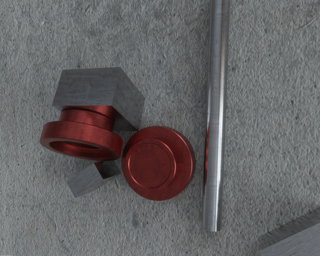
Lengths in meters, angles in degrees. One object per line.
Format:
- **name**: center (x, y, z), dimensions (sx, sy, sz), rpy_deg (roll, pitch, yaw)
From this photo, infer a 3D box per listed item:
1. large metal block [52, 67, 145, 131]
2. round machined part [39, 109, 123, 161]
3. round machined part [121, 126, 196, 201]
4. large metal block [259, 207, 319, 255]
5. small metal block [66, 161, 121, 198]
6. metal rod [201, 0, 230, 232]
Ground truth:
- **large metal block**: center (-0.075, -0.034, 0.399), dimensions (0.080, 0.080, 0.050), rpy_deg (1, 69, 20)
- **round machined part**: center (-0.095, 0.008, 0.389), dimensions (0.098, 0.098, 0.042), rpy_deg (1, 69, 20)
- **round machined part**: center (-0.006, 0.046, 0.402), dimensions (0.098, 0.042, 0.097), rpy_deg (0, 90, 19)
- **large metal block**: center (0.167, 0.144, 0.337), dimensions (0.080, 0.050, 0.080), rpy_deg (-34, 79, 17)
- **small metal block**: center (-0.090, 0.068, 0.427), dimensions (0.050, 0.050, 0.025), rpy_deg (-34, 80, 17)
- **metal rod**: center (0.069, -0.024, 0.384), dimensions (0.025, 0.025, 0.298), rpy_deg (2, 91, 20)
